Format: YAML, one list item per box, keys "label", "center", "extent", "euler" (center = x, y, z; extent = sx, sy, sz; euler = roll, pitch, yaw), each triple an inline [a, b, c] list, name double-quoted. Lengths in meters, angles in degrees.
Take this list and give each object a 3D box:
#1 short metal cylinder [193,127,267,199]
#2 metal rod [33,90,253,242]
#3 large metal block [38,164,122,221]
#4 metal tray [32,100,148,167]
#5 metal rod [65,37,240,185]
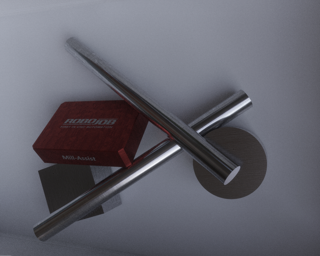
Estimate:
- label: "short metal cylinder"
  center: [0.084, 0.038, 0.365]
  extent: [0.080, 0.050, 0.079]
  euler: [0, 90, 19]
- label: "metal rod"
  center: [-0.022, 0.047, 0.377]
  extent: [0.301, 0.025, 0.025]
  euler: [-33, 79, 2]
- label: "large metal block"
  center: [-0.110, 0.083, 0.430]
  extent: [0.080, 0.050, 0.080]
  euler: [-20, 84, 18]
- label: "metal tray"
  center: [-0.088, 0.004, 0.407]
  extent: [0.130, 0.030, 0.090]
  euler: [0, 46, 21]
- label: "metal rod"
  center: [-0.028, -0.037, 0.387]
  extent: [0.300, 0.025, 0.025]
  euler: [40, 103, 28]
